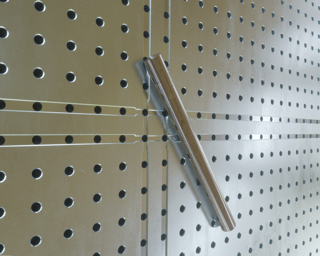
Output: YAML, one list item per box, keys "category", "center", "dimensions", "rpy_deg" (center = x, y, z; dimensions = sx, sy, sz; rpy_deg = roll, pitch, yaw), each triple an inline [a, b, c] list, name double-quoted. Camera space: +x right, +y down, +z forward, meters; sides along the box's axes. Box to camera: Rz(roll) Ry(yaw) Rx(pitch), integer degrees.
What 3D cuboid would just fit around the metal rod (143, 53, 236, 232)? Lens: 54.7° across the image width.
- category: "metal rod"
  center: [0.051, 0.034, 0.453]
  dimensions: [0.025, 0.025, 0.299]
  rpy_deg: [-40, 115, -33]
